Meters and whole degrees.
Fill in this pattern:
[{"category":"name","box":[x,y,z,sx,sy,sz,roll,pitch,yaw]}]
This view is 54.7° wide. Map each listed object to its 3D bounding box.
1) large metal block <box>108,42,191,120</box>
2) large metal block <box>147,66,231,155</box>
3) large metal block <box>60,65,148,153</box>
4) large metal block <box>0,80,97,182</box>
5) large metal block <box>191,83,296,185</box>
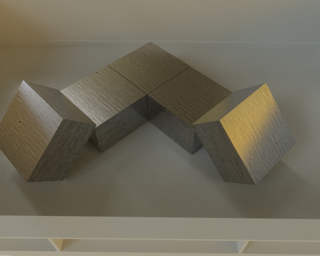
[{"category":"large metal block","box":[-0.015,-0.070,0.445,0.080,0.050,0.080,-36,59,-27]},{"category":"large metal block","box":[0.041,-0.025,0.408,0.080,0.050,0.080,-36,59,-27]},{"category":"large metal block","box":[-0.073,-0.027,0.409,0.080,0.050,0.080,-36,59,-27]},{"category":"large metal block","box":[-0.133,0.004,0.354,0.080,0.050,0.080,39,102,27]},{"category":"large metal block","box":[0.096,0.007,0.354,0.080,0.050,0.080,-36,102,-26]}]
